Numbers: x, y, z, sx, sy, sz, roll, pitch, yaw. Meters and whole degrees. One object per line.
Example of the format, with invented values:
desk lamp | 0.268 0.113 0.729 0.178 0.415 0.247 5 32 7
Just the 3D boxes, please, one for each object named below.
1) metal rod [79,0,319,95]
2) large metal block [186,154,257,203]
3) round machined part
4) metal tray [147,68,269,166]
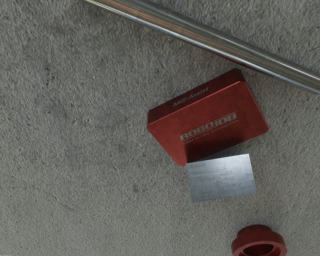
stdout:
metal rod | 0.049 -0.095 0.327 0.302 0.025 0.025 18 128 -15
large metal block | 0.083 0.071 0.427 0.080 0.050 0.080 -10 167 8
round machined part | 0.184 0.219 0.586 0.099 0.042 0.097 -1 130 0
metal tray | 0.060 -0.008 0.398 0.130 0.030 0.090 -25 126 19
